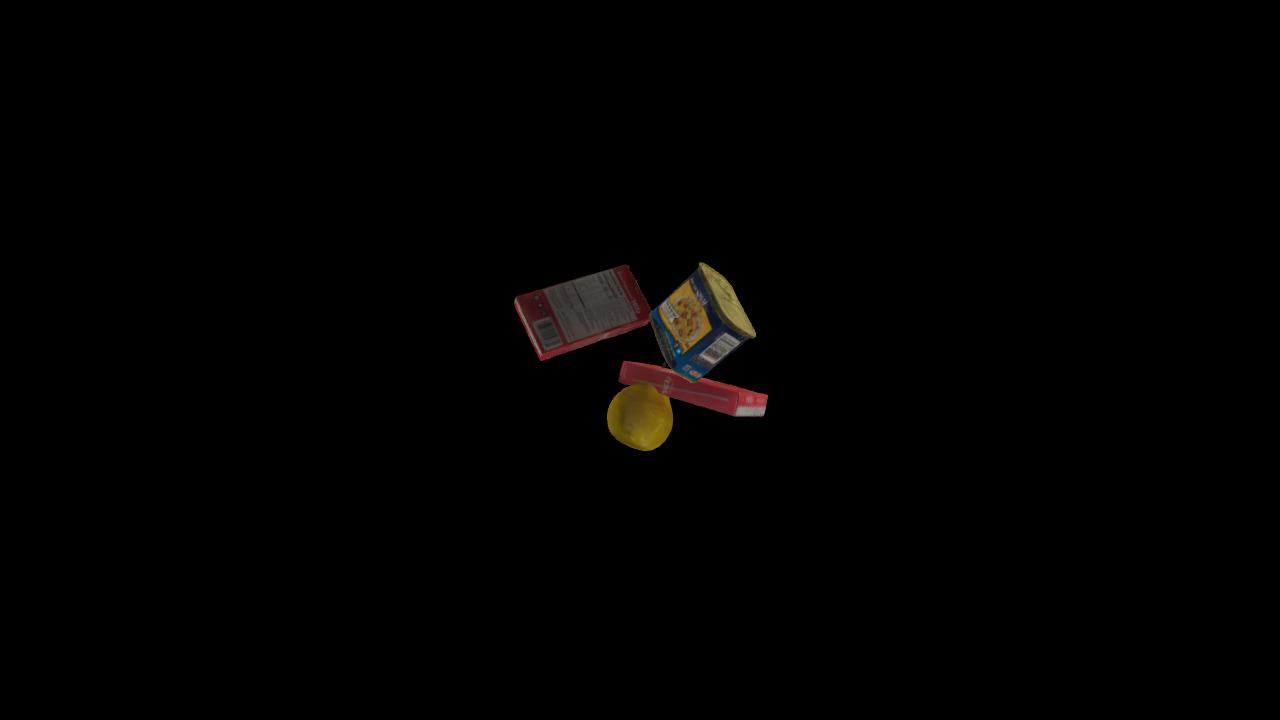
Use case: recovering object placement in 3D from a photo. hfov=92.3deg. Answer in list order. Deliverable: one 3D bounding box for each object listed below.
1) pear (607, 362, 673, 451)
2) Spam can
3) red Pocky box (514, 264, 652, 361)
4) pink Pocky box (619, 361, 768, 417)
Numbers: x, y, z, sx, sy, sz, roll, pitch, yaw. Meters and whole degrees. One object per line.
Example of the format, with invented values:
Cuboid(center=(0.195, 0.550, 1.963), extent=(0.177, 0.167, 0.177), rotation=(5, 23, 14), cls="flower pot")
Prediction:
Cuboid(center=(0.011, 0.047, 0.706), extent=(0.080, 0.111, 0.080), rotation=(22, -16, 6), cls="pear")
Cuboid(center=(0.063, -0.039, 0.655), extent=(0.058, 0.101, 0.085), rotation=(27, -58, -39), cls="Spam can")
Cuboid(center=(-0.068, -0.060, 0.761), extent=(0.155, 0.083, 0.028), rotation=(-20, -17, -24), cls="red Pocky box")
Cuboid(center=(0.060, 0.033, 0.709), extent=(0.155, 0.029, 0.084), rotation=(15, 3, 33), cls="pink Pocky box")
